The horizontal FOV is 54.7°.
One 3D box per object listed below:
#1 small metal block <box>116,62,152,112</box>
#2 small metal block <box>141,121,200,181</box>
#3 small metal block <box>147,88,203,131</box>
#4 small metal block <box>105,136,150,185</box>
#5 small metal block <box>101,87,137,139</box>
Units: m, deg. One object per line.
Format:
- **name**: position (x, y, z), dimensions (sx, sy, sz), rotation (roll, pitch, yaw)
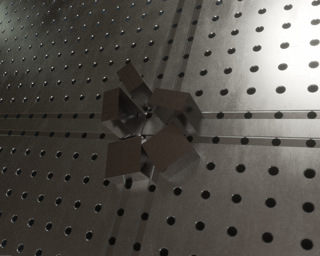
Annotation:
- **small metal block**: position (-0.031, -0.058, 0.443), dimensions (0.025, 0.050, 0.050), rotation (-36, 51, 5)
- **small metal block**: position (0.013, 0.028, 0.383), dimensions (0.050, 0.025, 0.050), rotation (-37, 52, 3)
- **small metal block**: position (0.020, -0.024, 0.395), dimensions (0.050, 0.050, 0.025), rotation (13, 69, 33)
- **small metal block**: position (-0.041, 0.042, 0.402), dimensions (0.050, 0.025, 0.050), rotation (-13, 56, 20)
- **small metal block**: position (-0.056, -0.020, 0.432), dimensions (0.025, 0.050, 0.050), rotation (-14, 56, 20)
